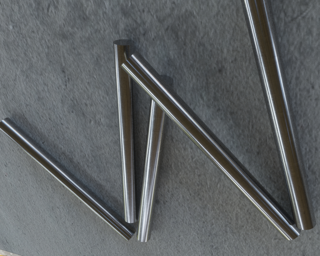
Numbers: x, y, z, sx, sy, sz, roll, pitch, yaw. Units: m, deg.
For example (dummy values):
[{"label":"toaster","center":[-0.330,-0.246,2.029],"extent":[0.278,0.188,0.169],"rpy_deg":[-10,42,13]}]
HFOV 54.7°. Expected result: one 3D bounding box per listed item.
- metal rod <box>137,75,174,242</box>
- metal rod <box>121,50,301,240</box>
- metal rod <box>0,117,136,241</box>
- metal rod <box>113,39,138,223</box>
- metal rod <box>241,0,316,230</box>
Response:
[{"label":"metal rod","center":[-0.012,0.064,0.451],"extent":[0.025,0.025,0.298],"rpy_deg":[19,126,16]},{"label":"metal rod","center":[0.068,0.029,0.369],"extent":[0.300,0.025,0.025],"rpy_deg":[46,129,-12]},{"label":"metal rod","center":[-0.163,0.091,0.545],"extent":[0.300,0.025,0.025],"rpy_deg":[42,129,-1]},{"label":"metal rod","center":[-0.045,0.025,0.444],"extent":[0.025,0.025,0.298],"rpy_deg":[14,124,20]},{"label":"metal rod","center":[0.129,-0.012,0.330],"extent":[0.025,0.025,0.298],"rpy_deg":[-8,115,31]}]
